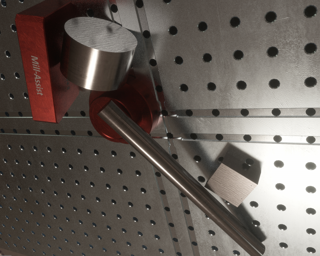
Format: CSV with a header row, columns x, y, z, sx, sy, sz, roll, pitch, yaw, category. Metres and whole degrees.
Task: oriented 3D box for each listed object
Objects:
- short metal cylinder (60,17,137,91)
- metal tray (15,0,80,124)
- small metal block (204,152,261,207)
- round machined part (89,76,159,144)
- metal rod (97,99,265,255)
x,y,z,sx,sy,sz,roll,pitch,yaw,category
-0.072,-0.086,0.358,0.080,0.080,0.050,29,128,9,short metal cylinder
-0.132,-0.082,0.382,0.030,0.090,0.129,6,123,2,metal tray
0.094,0.068,0.403,0.050,0.025,0.050,31,128,7,small metal block
-0.055,-0.020,0.416,0.098,0.042,0.097,13,123,21,round machined part
0.038,0.076,0.406,0.300,0.025,0.025,44,130,-16,metal rod
